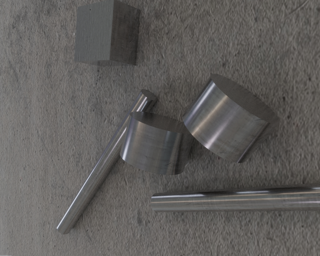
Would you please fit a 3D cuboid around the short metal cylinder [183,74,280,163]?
[{"bbox_3d":[0.070,-0.011,0.311,0.080,0.081,0.050,49,119,29],"label":"short metal cylinder"}]

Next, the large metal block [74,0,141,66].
[{"bbox_3d":[-0.078,-0.135,0.453,0.080,0.050,0.079,8,95,39],"label":"large metal block"}]

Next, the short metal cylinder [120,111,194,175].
[{"bbox_3d":[-0.003,0.016,0.372,0.080,0.081,0.050,25,106,37],"label":"short metal cylinder"}]

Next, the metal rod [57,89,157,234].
[{"bbox_3d":[-0.092,0.066,0.480,0.025,0.025,0.298,50,119,28],"label":"metal rod"}]

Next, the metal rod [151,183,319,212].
[{"bbox_3d":[0.110,0.071,0.314,0.300,0.025,0.025,-13,82,39],"label":"metal rod"}]
